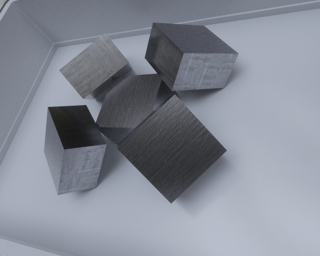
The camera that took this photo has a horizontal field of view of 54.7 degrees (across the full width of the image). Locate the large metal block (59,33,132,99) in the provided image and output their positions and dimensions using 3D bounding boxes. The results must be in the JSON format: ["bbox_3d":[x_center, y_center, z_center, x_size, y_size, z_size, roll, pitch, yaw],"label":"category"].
[{"bbox_3d":[-0.090,-0.087,0.459,0.080,0.080,0.050,-39,94,2],"label":"large metal block"}]

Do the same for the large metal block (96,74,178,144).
[{"bbox_3d":[-0.030,-0.024,0.417,0.080,0.050,0.080,1,62,28],"label":"large metal block"}]

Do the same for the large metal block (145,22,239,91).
[{"bbox_3d":[0.038,-0.093,0.398,0.081,0.050,0.080,-7,43,-29],"label":"large metal block"}]

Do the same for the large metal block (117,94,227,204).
[{"bbox_3d":[0.011,0.021,0.341,0.080,0.050,0.080,-43,96,-3],"label":"large metal block"}]

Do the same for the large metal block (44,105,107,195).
[{"bbox_3d":[-0.114,0.027,0.405,0.080,0.050,0.079,55,138,39],"label":"large metal block"}]
